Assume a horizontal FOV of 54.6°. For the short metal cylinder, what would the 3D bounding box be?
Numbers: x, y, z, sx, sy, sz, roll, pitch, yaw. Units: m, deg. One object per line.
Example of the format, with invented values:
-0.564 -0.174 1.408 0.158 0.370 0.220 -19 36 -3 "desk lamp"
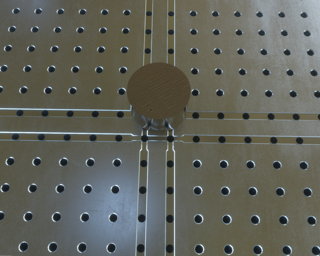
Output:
-0.001 -0.040 0.413 0.080 0.050 0.080 0 70 0 "short metal cylinder"
